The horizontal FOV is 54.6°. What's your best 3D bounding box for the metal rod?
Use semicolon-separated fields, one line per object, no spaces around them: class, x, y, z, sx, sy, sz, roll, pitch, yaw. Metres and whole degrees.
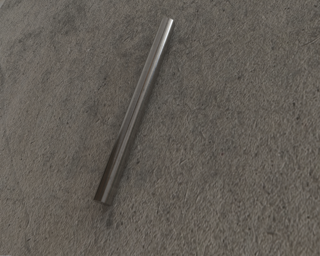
metal rod;-0.029;-0.038;0.443;0.025;0.025;0.300;4;63;30
